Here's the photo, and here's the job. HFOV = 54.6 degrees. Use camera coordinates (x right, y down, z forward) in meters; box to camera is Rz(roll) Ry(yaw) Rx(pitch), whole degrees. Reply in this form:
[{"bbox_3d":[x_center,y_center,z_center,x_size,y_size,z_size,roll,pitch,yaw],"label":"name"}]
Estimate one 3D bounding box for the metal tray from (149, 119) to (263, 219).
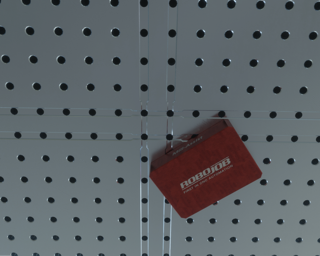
[{"bbox_3d":[0.062,0.059,0.433,0.130,0.030,0.090,-32,107,11],"label":"metal tray"}]
